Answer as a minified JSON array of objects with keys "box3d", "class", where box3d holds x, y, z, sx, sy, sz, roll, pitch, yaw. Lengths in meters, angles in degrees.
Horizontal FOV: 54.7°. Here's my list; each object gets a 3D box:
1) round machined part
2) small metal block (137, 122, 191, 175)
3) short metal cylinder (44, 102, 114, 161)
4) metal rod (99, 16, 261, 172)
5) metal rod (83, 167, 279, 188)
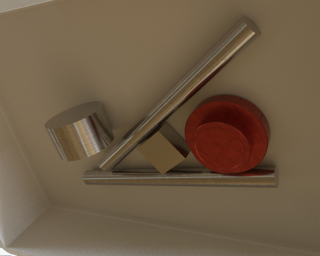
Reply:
[{"box3d":[0.075,0.014,0.362,0.098,0.042,0.097,13,124,20],"class":"round machined part"},{"box3d":[0.006,0.028,0.419,0.050,0.025,0.050,46,129,-4],"class":"small metal block"},{"box3d":[-0.110,0.003,0.430,0.080,0.080,0.050,-5,116,30],"class":"short metal cylinder"},{"box3d":[0.002,-0.021,0.391,0.025,0.025,0.299,45,129,-4],"class":"metal rod"},{"box3d":[0.010,0.071,0.444,0.300,0.025,0.025,-5,116,30],"class":"metal rod"}]
